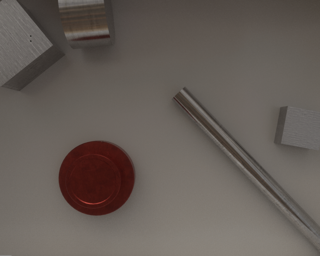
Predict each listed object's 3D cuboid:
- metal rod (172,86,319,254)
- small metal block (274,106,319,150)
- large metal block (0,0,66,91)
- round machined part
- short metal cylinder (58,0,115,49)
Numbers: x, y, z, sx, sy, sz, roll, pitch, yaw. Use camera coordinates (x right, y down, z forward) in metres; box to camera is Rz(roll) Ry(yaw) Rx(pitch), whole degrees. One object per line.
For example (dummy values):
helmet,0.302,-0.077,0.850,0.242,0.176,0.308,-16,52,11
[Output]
metal rod,0.129,0.061,0.413,0.025,0.025,0.300,-44,91,0
small metal block,0.186,0.000,0.414,0.050,0.025,0.050,10,90,-1
large metal block,-0.185,-0.106,0.396,0.080,0.050,0.080,-39,91,0
round machined part,-0.083,0.066,0.402,0.099,0.042,0.097,0,90,-1
short metal cylinder,-0.088,-0.140,0.383,0.050,0.080,0.079,-6,90,0
